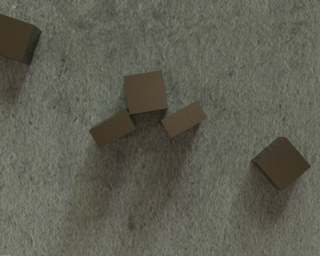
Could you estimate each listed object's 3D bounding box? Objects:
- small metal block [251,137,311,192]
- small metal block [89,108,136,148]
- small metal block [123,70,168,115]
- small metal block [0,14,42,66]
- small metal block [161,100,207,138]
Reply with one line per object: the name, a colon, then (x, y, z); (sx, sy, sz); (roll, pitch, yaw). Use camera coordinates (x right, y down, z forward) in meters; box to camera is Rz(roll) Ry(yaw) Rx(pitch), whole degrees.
small metal block: (0.160, 0.047, 0.412); (0.050, 0.025, 0.050); (-40, 91, 0)
small metal block: (-0.058, -0.001, 0.395); (0.050, 0.050, 0.025); (-28, 99, 0)
small metal block: (-0.018, -0.046, 0.410); (0.050, 0.025, 0.050); (-10, 90, -1)
small metal block: (-0.193, -0.116, 0.407); (0.050, 0.025, 0.050); (19, 90, -1)
small metal block: (0.029, -0.011, 0.398); (0.050, 0.050, 0.025); (-29, 90, 0)
